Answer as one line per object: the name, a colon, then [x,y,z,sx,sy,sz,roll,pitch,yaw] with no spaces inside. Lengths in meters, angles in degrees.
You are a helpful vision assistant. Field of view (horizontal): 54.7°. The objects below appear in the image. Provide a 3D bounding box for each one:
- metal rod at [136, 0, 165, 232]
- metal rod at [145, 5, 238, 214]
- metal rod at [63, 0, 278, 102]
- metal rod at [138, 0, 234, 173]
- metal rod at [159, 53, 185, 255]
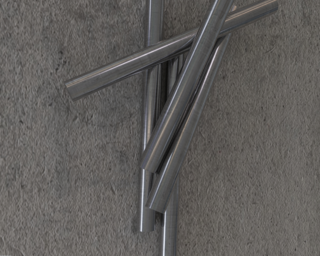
metal rod: [-0.012,-0.018,0.404,0.025,0.025,0.298,3,89,-20]
metal rod: [0.049,-0.036,0.406,0.025,0.025,0.299,28,73,-18]
metal rod: [0.026,-0.106,0.389,0.302,0.025,0.025,-27,99,-16]
metal rod: [0.046,-0.086,0.373,0.025,0.025,0.299,24,92,-19]
metal rod: [0.015,0.048,0.414,0.025,0.025,0.298,2,89,-20]
